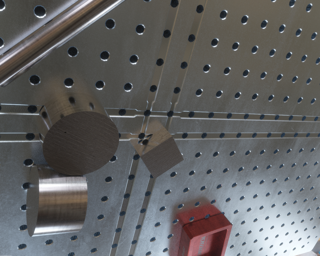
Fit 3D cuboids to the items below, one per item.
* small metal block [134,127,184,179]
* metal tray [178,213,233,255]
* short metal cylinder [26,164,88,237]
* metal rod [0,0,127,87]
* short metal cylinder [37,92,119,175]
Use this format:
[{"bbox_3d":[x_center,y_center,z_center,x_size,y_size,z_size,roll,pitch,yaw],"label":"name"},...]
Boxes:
[{"bbox_3d":[-0.001,0.035,0.433,0.050,0.025,0.050,-33,129,-7],"label":"small metal block"},{"bbox_3d":[0.083,0.232,0.596,0.091,0.030,0.129,-9,123,-24],"label":"metal tray"},{"bbox_3d":[-0.122,0.082,0.360,0.050,0.080,0.079,5,116,-31],"label":"short metal cylinder"},{"bbox_3d":[-0.037,-0.139,0.304,0.301,0.025,0.025,-37,129,-4],"label":"metal rod"},{"bbox_3d":[-0.092,0.006,0.348,0.081,0.050,0.079,-14,124,-21],"label":"short metal cylinder"}]
